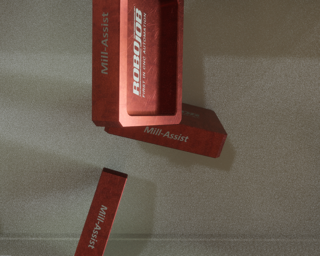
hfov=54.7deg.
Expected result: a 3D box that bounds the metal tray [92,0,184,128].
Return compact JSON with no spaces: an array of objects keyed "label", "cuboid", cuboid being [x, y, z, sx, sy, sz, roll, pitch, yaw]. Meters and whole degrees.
[{"label":"metal tray","cuboid":[-0.016,-0.067,0.275,0.030,0.091,0.129,3,94,36]}]

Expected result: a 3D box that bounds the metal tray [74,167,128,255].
[{"label":"metal tray","cuboid":[-0.077,0.117,0.390,0.030,0.090,0.130,18,79,-7]}]

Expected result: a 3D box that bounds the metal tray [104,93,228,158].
[{"label":"metal tray","cuboid":[0.007,-0.009,0.373,0.131,0.090,0.030,13,110,-6]}]
